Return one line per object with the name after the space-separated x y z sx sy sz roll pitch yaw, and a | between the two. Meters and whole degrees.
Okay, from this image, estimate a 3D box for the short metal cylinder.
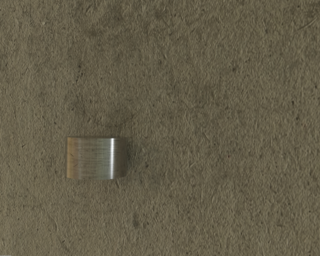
-0.084 0.037 0.410 0.080 0.080 0.050 2 91 20 | short metal cylinder
